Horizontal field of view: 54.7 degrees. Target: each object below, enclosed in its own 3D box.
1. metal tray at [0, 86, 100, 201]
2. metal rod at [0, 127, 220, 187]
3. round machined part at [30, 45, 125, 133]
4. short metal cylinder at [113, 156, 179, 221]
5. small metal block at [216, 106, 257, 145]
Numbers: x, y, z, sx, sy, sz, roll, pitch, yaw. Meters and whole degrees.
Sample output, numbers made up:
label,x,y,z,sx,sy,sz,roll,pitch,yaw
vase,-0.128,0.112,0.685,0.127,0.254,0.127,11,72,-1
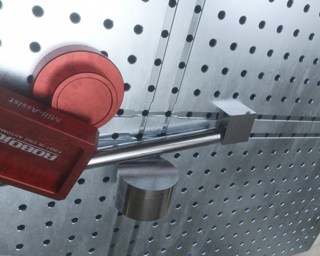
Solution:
label,x,y,z,sx,sy,sz,roll,pitch,yaw
metal tray,-0.139,0.016,0.306,0.131,0.030,0.090,25,120,-21
metal rod,-0.053,0.033,0.403,0.303,0.025,0.025,-9,123,-24
round machined part,-0.085,-0.035,0.333,0.099,0.042,0.097,-14,125,-21
short metal cylinder,-0.019,0.077,0.414,0.081,0.080,0.050,-3,120,-27
small metal block,0.114,-0.004,0.473,0.050,0.025,0.050,-6,121,-26
